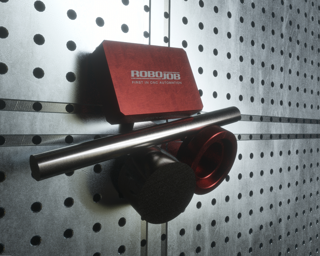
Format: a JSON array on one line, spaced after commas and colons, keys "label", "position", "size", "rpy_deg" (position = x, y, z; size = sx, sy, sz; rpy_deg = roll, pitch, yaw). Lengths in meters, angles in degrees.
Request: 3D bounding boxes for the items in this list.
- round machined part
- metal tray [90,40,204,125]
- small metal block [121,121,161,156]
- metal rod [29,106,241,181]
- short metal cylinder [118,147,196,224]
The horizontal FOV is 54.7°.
[{"label": "round machined part", "position": [0.062, 0.041, 0.437], "size": [0.099, 0.042, 0.097], "rpy_deg": [-23, 127, -34]}, {"label": "metal tray", "position": [-0.012, -0.055, 0.379], "size": [0.131, 0.030, 0.090], "rpy_deg": [-7, 76, -41]}, {"label": "small metal block", "position": [-0.025, 0.015, 0.401], "size": [0.050, 0.025, 0.050], "rpy_deg": [23, 76, -38]}, {"label": "metal rod", "position": [0.000, 0.008, 0.377], "size": [0.302, 0.025, 0.025], "rpy_deg": [-14, 99, -39]}, {"label": "short metal cylinder", "position": [-0.003, 0.068, 0.377], "size": [0.081, 0.050, 0.079], "rpy_deg": [-14, 116, -30]}]
